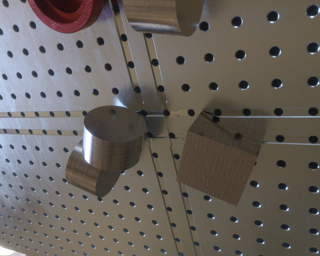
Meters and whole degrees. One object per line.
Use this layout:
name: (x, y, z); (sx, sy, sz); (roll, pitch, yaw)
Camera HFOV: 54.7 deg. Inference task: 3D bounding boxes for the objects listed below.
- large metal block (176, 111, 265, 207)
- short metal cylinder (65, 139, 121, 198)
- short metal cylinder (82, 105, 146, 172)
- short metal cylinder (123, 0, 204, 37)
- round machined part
large metal block: (0.072, 0.037, 0.380); (0.080, 0.050, 0.079); (21, 126, 16)
short metal cylinder: (-0.094, 0.056, 0.460); (0.050, 0.080, 0.079); (20, 126, 16)
short metal cylinder: (-0.062, 0.013, 0.416); (0.080, 0.080, 0.050); (23, 127, 14)
short metal cylinder: (0.006, -0.129, 0.292); (0.050, 0.080, 0.079); (12, 124, 22)
round machined part: (-0.105, -0.163, 0.355); (0.098, 0.042, 0.097); (13, 124, 21)
